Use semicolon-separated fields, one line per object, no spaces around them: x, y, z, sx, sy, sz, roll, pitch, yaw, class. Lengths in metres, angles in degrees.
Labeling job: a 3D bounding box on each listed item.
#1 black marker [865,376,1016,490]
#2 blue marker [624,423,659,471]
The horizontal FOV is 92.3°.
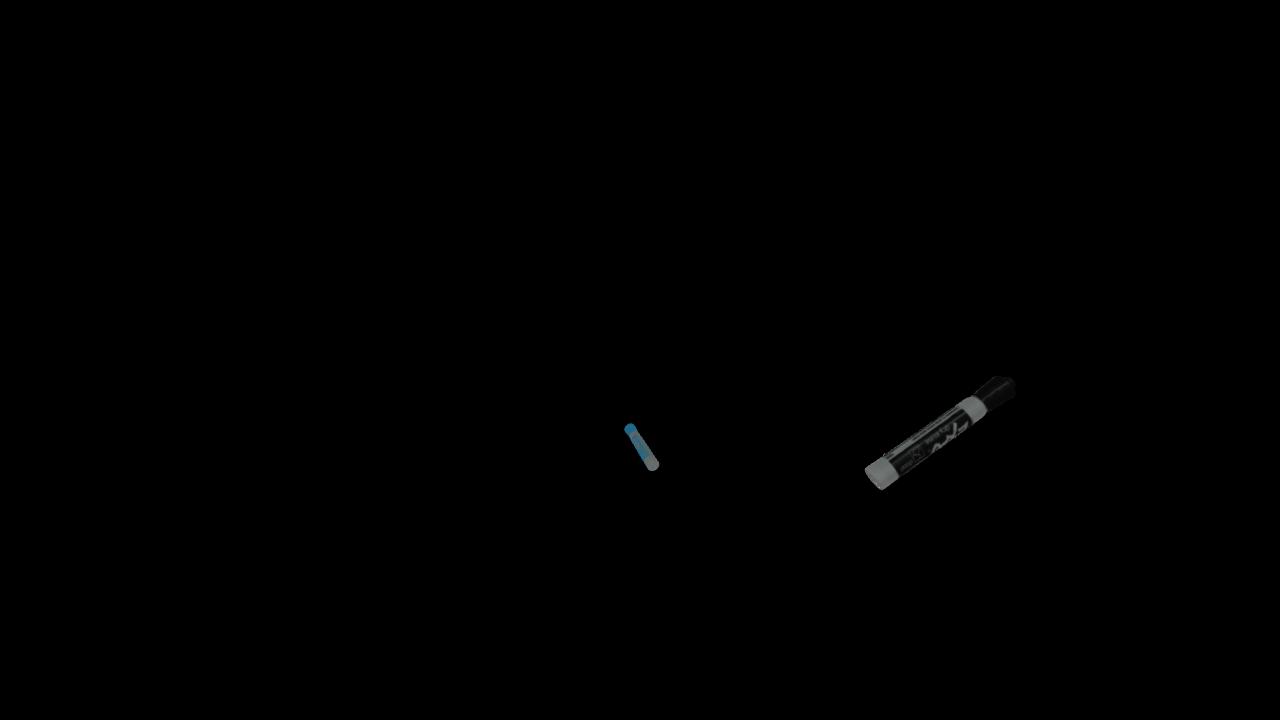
0.215;0.050;0.437;0.121;0.020;0.020;-35;0;0;black marker
0.001;0.130;0.942;0.020;0.020;0.121;0;22;-19;blue marker
